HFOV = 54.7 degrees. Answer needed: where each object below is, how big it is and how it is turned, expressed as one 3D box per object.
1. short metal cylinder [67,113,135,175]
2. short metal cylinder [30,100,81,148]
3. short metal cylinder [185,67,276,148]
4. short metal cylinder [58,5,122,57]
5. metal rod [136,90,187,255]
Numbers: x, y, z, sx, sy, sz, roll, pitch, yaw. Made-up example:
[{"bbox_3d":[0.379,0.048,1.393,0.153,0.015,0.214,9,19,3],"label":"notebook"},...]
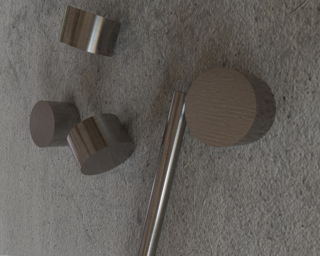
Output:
[{"bbox_3d":[-0.083,0.024,0.438,0.080,0.081,0.050,-46,63,30],"label":"short metal cylinder"},{"bbox_3d":[-0.183,-0.007,0.540,0.080,0.050,0.080,0,90,40],"label":"short metal cylinder"},{"bbox_3d":[0.074,-0.020,0.328,0.080,0.050,0.080,0,90,40],"label":"short metal cylinder"},{"bbox_3d":[-0.102,-0.141,0.454,0.080,0.081,0.050,30,109,36],"label":"short metal cylinder"},{"bbox_3d":[-0.003,0.100,0.407,0.025,0.025,0.298,21,103,38],"label":"metal rod"}]
